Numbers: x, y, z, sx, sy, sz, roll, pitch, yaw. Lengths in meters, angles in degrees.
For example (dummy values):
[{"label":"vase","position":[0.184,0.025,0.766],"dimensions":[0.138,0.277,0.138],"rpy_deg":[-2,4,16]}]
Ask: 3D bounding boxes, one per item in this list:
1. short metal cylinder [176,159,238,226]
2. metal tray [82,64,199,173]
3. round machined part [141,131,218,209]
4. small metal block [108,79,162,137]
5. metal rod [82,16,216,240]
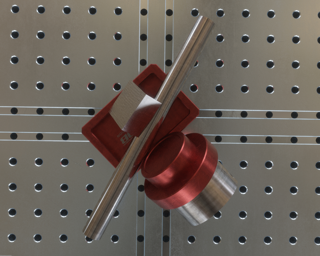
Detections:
[{"label":"short metal cylinder","position":[0.049,0.074,0.385],"dimensions":[0.080,0.080,0.050],"rpy_deg":[-43,91,0]},{"label":"metal tray","position":[-0.025,-0.009,0.410],"dimensions":[0.130,0.030,0.090],"rpy_deg":[-43,91,0]},{"label":"round machined part","position":[0.016,0.043,0.367],"dimensions":[0.098,0.098,0.042],"rpy_deg":[-46,112,0]},{"label":"small metal block","position":[-0.032,-0.025,0.378],"dimensions":[0.025,0.050,0.050],"rpy_deg":[28,102,-38]},{"label":"metal rod","position":[-0.013,0.000,0.383],"dimensions":[0.025,0.025,0.299],"rpy_deg":[28,90,-1]}]
